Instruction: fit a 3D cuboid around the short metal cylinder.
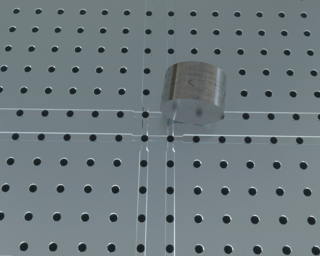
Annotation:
[{"bbox_3d":[0.043,-0.042,0.398,0.080,0.080,0.050,8,70,3],"label":"short metal cylinder"}]
